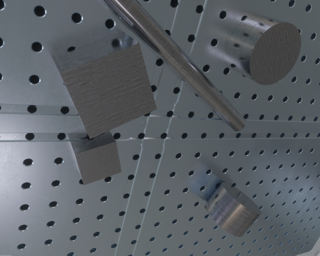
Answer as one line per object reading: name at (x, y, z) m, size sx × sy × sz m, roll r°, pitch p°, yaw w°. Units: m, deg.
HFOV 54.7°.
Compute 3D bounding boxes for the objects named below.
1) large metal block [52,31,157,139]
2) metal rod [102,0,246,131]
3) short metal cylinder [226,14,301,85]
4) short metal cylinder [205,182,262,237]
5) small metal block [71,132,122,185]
large metal block at (-0.058, -0.047, 0.334) m, size 0.080 × 0.050 × 0.080 m, roll -25°, pitch 128°, yaw -13°
metal rod at (0.027, -0.076, 0.378) m, size 0.025 × 0.025 × 0.301 m, roll -48°, pitch 129°, yaw 6°
short metal cylinder at (0.134, -0.103, 0.405) m, size 0.081 × 0.050 × 0.079 m, roll -14°, pitch 124°, yaw -21°
short metal cylinder at (0.124, 0.138, 0.529) m, size 0.080 × 0.080 × 0.050 m, roll 27°, pitch 104°, yaw -37°
small metal block at (-0.080, 0.038, 0.392) m, size 0.050 × 0.025 × 0.050 m, roll -18°, pitch 126°, yaw -18°
